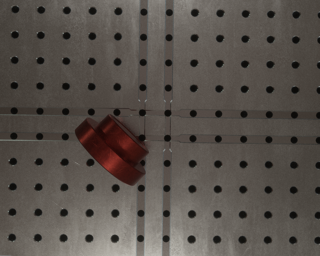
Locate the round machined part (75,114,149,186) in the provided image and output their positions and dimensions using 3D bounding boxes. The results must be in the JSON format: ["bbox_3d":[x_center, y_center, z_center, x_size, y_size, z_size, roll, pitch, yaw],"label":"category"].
[{"bbox_3d":[-0.052,0.021,0.376,0.098,0.098,0.042,44,90,-1],"label":"round machined part"}]
